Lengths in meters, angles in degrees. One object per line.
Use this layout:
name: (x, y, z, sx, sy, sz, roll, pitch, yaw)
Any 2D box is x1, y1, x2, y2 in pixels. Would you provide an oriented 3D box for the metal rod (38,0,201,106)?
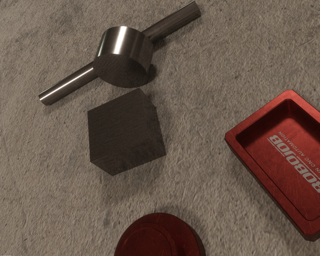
metal rod: (-0.071, -0.120, 0.512, 0.301, 0.025, 0.025, -28, 52, 9)

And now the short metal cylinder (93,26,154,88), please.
short metal cylinder: (-0.053, -0.102, 0.458, 0.080, 0.080, 0.050, -3, 60, 26)

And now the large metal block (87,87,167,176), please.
large metal block: (-0.045, 0.006, 0.406, 0.080, 0.050, 0.080, -23, 53, 14)

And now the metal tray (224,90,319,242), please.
metal tray: (0.138, 0.031, 0.308, 0.090, 0.030, 0.130, -36, 51, 3)

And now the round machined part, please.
round machined part: (-0.006, 0.134, 0.313, 0.098, 0.042, 0.098, -13, 56, 20)
